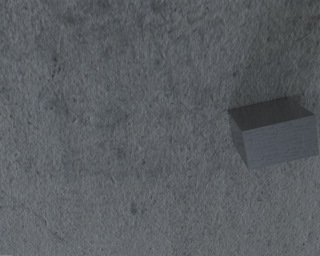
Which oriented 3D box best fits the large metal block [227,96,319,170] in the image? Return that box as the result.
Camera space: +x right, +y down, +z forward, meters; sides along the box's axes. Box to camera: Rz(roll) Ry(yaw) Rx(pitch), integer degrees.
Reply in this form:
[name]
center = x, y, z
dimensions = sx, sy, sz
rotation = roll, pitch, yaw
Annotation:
[large metal block]
center = 0.135, 0.004, 0.384
dimensions = 0.080, 0.080, 0.050
rotation = -13, 110, 4
